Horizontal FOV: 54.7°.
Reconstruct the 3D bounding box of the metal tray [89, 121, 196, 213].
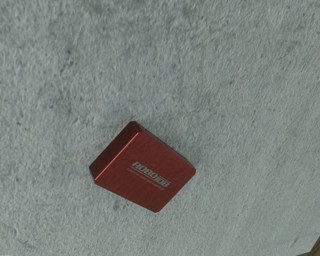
[{"bbox_3d":[-0.020,0.059,0.431,0.090,0.030,0.130,-48,129,5],"label":"metal tray"}]
